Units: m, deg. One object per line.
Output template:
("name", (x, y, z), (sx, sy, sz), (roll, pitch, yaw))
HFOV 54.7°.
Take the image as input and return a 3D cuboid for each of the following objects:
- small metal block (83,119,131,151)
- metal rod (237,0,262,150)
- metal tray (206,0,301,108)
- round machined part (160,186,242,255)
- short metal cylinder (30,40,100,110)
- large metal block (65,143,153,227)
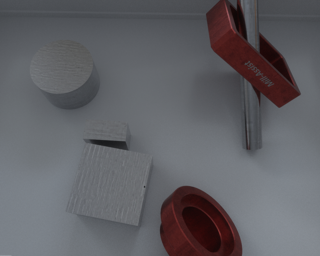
("small metal block", (-0.065, 0.011, 0.392), (0.050, 0.050, 0.025), (3, 70, 1))
("metal rod", (0.108, -0.121, 0.379), (0.025, 0.025, 0.298), (-5, 100, -2))
("metal tray", (0.115, -0.093, 0.386), (0.130, 0.030, 0.090), (33, 38, -26))
("round machined part", (0.039, 0.116, 0.340), (0.098, 0.099, 0.042), (49, 116, 15))
("short metal cylinder", (-0.127, -0.072, 0.421), (0.081, 0.050, 0.080), (0, 70, 0))
("large metal block", (-0.056, 0.069, 0.370), (0.080, 0.050, 0.080), (10, 70, 3))
